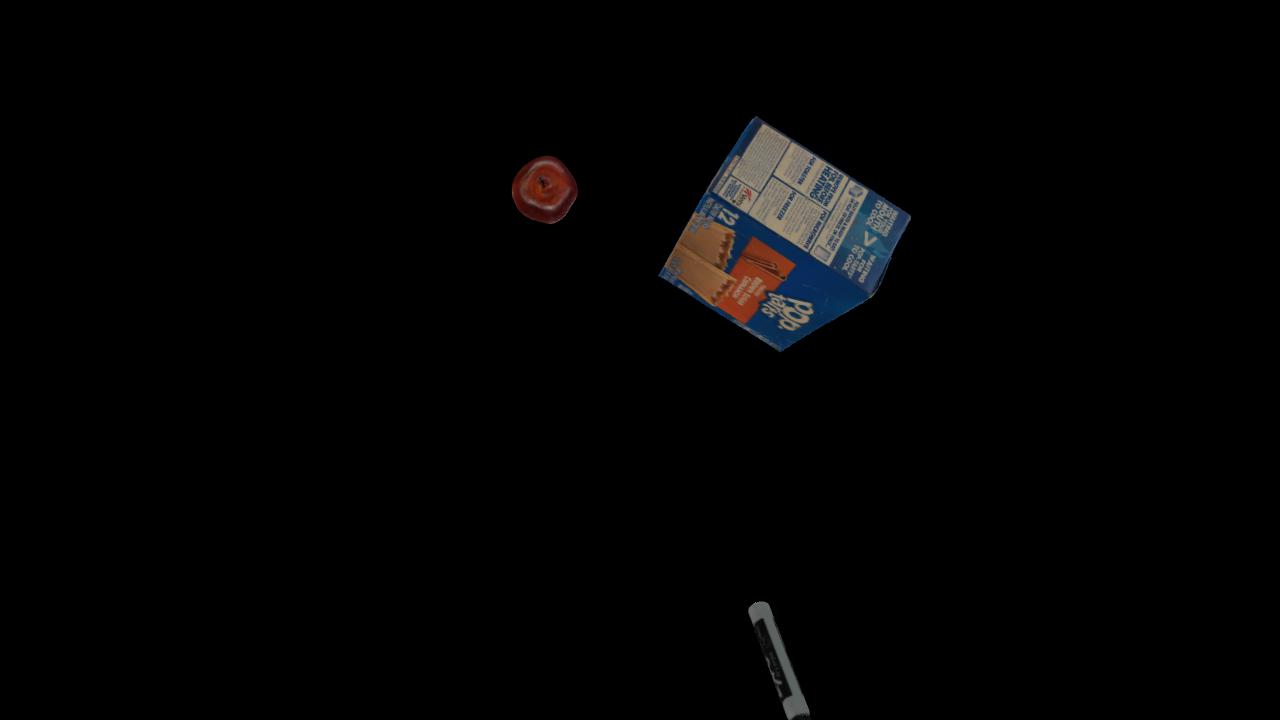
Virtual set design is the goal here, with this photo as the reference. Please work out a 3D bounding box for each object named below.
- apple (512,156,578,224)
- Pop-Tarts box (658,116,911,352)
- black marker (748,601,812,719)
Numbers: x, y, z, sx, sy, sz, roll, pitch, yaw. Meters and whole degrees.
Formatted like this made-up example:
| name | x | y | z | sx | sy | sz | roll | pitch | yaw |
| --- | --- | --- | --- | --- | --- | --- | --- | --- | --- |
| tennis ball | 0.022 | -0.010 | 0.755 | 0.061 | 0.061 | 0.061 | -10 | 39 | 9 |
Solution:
| name | x | y | z | sx | sy | sz | roll | pitch | yaw |
| --- | --- | --- | --- | --- | --- | --- | --- | --- | --- |
| apple | -0.115 | -0.204 | 0.742 | 0.079 | 0.079 | 0.093 | 0 | 2 | -8 |
| Pop-Tarts box | 0.108 | -0.092 | 0.517 | 0.141 | 0.083 | 0.167 | 32 | -16 | -2 |
| black marker | 0.110 | 0.241 | 0.468 | 0.020 | 0.020 | 0.121 | 0 | 32 | -11 |
